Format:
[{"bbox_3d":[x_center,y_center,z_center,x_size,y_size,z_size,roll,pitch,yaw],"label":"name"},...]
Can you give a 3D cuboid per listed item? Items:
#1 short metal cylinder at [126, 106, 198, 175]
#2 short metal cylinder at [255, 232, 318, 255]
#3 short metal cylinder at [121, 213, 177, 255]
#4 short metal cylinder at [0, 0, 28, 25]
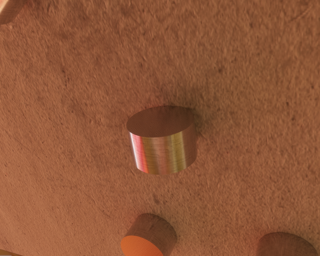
[{"bbox_3d":[0.003,0.012,0.376,0.080,0.080,0.050,6,121,25],"label":"short metal cylinder"},{"bbox_3d":[0.169,0.189,0.418,0.080,0.050,0.079,13,124,20],"label":"short metal cylinder"},{"bbox_3d":[-0.018,0.190,0.516,0.080,0.050,0.079,13,124,20],"label":"short metal cylinder"},{"bbox_3d":[-0.199,-0.172,0.367,0.050,0.080,0.080,-29,103,37],"label":"short metal cylinder"}]
